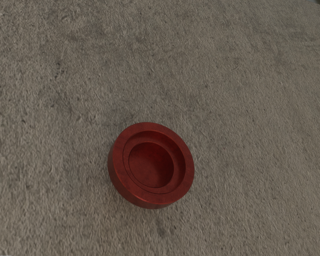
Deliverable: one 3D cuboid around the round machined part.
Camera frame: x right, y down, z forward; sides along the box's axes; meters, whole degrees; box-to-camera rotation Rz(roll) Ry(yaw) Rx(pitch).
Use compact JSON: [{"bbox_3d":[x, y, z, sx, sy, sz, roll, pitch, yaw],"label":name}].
[{"bbox_3d":[-0.013,0.045,0.358,0.099,0.042,0.098,13,56,-21],"label":"round machined part"}]
